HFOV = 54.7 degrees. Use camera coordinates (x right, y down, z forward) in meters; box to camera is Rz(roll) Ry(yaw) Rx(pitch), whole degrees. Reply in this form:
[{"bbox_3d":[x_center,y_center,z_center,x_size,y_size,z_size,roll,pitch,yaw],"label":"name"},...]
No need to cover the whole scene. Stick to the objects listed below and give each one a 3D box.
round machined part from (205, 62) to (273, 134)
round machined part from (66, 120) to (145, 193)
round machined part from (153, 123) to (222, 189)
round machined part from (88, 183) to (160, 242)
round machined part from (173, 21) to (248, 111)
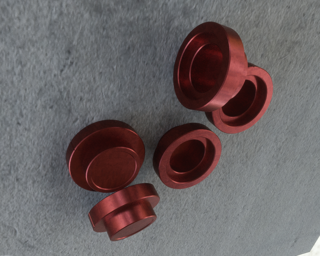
[{"bbox_3d":[0.102,-0.044,0.427,0.099,0.042,0.097,-14,125,-21],"label":"round machined part"},{"bbox_3d":[-0.064,0.042,0.388,0.099,0.042,0.097,-14,125,-21],"label":"round machined part"},{"bbox_3d":[0.034,0.035,0.438,0.099,0.042,0.097,-14,125,-21],"label":"round machined part"},{"bbox_3d":[-0.044,0.119,0.423,0.099,0.042,0.098,-24,154,-12],"label":"round machined part"},{"bbox_3d":[0.060,-0.067,0.353,0.042,0.098,0.097,7,115,-32],"label":"round machined part"}]
